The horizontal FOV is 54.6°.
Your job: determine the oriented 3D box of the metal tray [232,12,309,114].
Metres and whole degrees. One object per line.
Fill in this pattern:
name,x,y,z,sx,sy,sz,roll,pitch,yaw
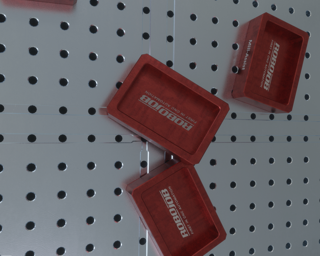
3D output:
metal tray,0.169,-0.096,0.471,0.091,0.030,0.130,17,84,-19

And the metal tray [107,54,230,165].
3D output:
metal tray,0.010,-0.022,0.395,0.130,0.030,0.090,32,79,-2

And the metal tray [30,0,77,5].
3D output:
metal tray,-0.142,-0.216,0.357,0.091,0.030,0.129,-1,90,-20

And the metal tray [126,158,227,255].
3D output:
metal tray,0.024,0.115,0.418,0.090,0.030,0.130,-29,100,-18
